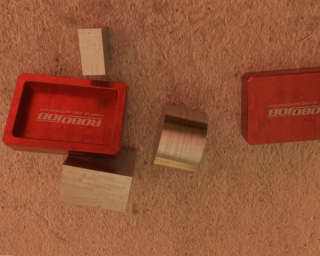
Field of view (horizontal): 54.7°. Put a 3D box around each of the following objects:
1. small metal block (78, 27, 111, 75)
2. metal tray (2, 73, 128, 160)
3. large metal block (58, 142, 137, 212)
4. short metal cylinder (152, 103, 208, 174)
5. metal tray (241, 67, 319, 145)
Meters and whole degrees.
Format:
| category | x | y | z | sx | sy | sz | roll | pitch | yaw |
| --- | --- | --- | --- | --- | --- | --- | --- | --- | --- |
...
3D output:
| category | x | y | z | sx | sy | sz | roll | pitch | yaw |
| --- | --- | --- | --- | --- | --- | --- | --- | --- | --- |
| small metal block | -0.075 | -0.091 | 0.362 | 0.025 | 0.050 | 0.050 | -2 | 110 | 0 |
| metal tray | -0.109 | -0.014 | 0.374 | 0.131 | 0.030 | 0.090 | 5 | 71 | -3 |
| large metal block | -0.077 | 0.058 | 0.401 | 0.081 | 0.080 | 0.050 | 11 | 110 | -4 |
| short metal cylinder | 0.023 | 0.013 | 0.386 | 0.050 | 0.080 | 0.079 | 13 | 110 | -5 |
| metal tray | 0.174 | -0.029 | 0.398 | 0.131 | 0.030 | 0.089 | -5 | 110 | 1 |
